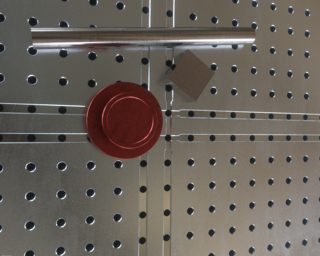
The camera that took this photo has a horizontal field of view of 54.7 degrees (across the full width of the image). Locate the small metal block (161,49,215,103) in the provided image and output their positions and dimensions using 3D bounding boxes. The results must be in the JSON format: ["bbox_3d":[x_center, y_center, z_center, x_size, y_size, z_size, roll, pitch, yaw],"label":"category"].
[{"bbox_3d":[0.039,-0.071,0.427,0.050,0.025,0.050,37,78,-16],"label":"small metal block"}]

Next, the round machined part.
[{"bbox_3d":[-0.042,-0.009,0.388,0.099,0.042,0.097,0,90,-20],"label":"round machined part"}]

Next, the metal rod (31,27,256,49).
[{"bbox_3d":[-0.007,-0.120,0.409,0.303,0.025,0.025,-7,93,-20],"label":"metal rod"}]
